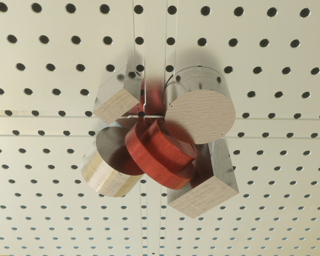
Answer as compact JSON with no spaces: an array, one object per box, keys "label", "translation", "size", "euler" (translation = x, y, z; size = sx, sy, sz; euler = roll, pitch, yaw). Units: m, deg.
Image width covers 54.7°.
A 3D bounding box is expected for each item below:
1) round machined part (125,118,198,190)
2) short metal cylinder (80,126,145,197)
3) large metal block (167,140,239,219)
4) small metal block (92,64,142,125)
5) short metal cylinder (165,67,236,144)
[{"label":"round machined part","translation":[0.008,0.025,0.386],"size":[0.098,0.098,0.042],"euler":[34,110,-26]},{"label":"short metal cylinder","translation":[-0.058,0.044,0.412],"size":[0.080,0.080,0.050],"euler":[25,126,-20]},{"label":"large metal block","translation":[0.056,0.067,0.434],"size":[0.050,0.080,0.080],"euler":[36,121,-27]},{"label":"small metal block","translation":[-0.049,-0.039,0.361],"size":[0.050,0.050,0.025],"euler":[-34,122,25]},{"label":"short metal cylinder","translation":[0.046,-0.026,0.373],"size":[0.081,0.050,0.079],"euler":[0,130,0]}]
